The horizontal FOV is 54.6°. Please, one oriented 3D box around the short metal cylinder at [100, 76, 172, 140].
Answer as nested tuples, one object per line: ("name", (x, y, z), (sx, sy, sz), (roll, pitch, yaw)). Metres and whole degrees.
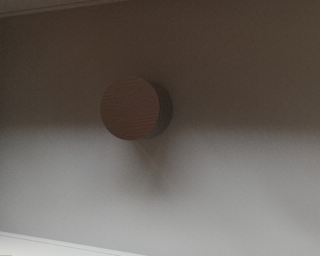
("short metal cylinder", (-0.030, -0.025, 0.406), (0.080, 0.050, 0.080), (0, 90, 20))
